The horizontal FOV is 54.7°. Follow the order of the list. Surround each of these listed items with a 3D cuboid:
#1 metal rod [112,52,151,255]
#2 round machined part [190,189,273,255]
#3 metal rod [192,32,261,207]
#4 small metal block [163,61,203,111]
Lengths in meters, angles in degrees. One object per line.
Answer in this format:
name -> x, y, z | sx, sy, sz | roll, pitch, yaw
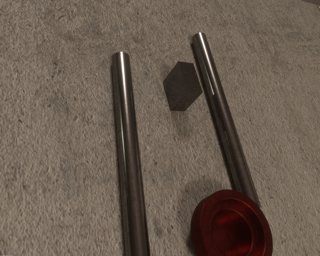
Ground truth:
metal rod -> -0.036, 0.033, 0.365 | 0.025, 0.025, 0.299 | 6, 59, -26
round machined part -> 0.078, 0.125, 0.360 | 0.099, 0.042, 0.098 | 14, 56, -21
metal rod -> 0.094, -0.025, 0.471 | 0.025, 0.025, 0.299 | 3, 60, -27
small metal block -> 0.031, -0.058, 0.442 | 0.025, 0.050, 0.050 | 1, 61, -28
